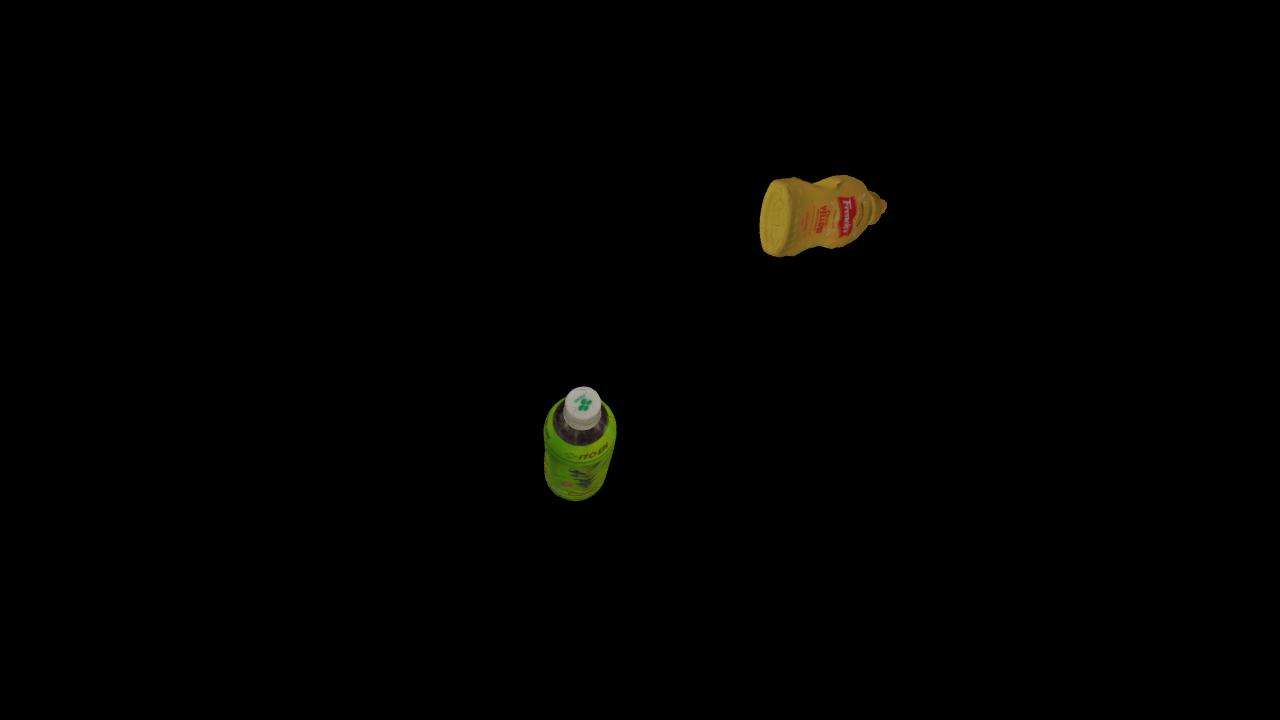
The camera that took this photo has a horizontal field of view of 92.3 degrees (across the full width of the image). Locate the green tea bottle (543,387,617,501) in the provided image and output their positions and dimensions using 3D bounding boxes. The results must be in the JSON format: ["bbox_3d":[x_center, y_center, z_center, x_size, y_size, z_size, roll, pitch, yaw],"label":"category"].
[{"bbox_3d":[-0.060,0.081,0.607,0.073,0.073,0.212,0,-28,-8],"label":"green tea bottle"}]

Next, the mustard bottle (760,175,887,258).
[{"bbox_3d":[0.236,-0.183,0.761,0.184,0.092,0.054,-12,24,-26],"label":"mustard bottle"}]
